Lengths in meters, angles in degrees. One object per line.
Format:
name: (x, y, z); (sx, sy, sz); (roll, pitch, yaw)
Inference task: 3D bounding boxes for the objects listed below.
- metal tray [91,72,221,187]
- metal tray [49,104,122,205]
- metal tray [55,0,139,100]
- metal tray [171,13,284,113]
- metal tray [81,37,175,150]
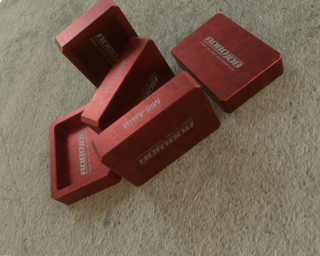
metal tray: (0.000, 0.006, 0.359); (0.130, 0.090, 0.030); (-37, 51, 3)
metal tray: (-0.109, 0.031, 0.438); (0.090, 0.030, 0.130); (-25, 53, 12)
metal tray: (-0.068, -0.101, 0.434); (0.090, 0.130, 0.030); (-40, 52, 1)
metal tray: (0.085, -0.091, 0.412); (0.090, 0.030, 0.130); (-38, 51, 2)
metal tray: (-0.035, -0.041, 0.405); (0.030, 0.090, 0.130); (18, 71, 35)
